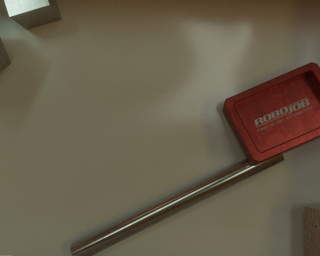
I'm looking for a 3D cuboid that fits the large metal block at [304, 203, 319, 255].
[{"bbox_3d":[0.229,0.140,0.378,0.050,0.080,0.080,1,88,-34],"label":"large metal block"}]

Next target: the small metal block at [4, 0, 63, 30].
[{"bbox_3d":[-0.161,-0.153,0.397,0.050,0.050,0.025,-17,90,0],"label":"small metal block"}]

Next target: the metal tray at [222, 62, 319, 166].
[{"bbox_3d":[0.159,-0.018,0.398,0.131,0.030,0.090,-23,73,-1],"label":"metal tray"}]

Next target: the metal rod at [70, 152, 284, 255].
[{"bbox_3d":[0.023,0.099,0.411,0.301,0.025,0.025,-26,90,-1],"label":"metal rod"}]

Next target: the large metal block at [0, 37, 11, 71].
[{"bbox_3d":[-0.236,-0.088,0.369,0.050,0.080,0.080,42,68,-1],"label":"large metal block"}]
